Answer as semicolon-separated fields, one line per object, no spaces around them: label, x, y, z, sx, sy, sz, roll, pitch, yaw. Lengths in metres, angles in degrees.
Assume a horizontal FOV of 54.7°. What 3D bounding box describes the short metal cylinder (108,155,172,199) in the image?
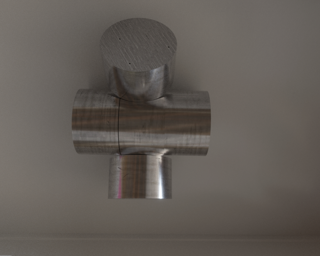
short metal cylinder;-0.025;0.065;0.396;0.081;0.080;0.050;0;76;0

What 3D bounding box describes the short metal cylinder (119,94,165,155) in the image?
short metal cylinder;-0.020;-0.006;0.377;0.050;0.080;0.079;1;110;0

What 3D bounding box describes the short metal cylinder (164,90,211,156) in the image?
short metal cylinder;0.031;-0.006;0.378;0.050;0.080;0.079;1;110;0

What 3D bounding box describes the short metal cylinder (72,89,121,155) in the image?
short metal cylinder;-0.071;-0.007;0.377;0.050;0.080;0.079;1;110;0

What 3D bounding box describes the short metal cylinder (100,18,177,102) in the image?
short metal cylinder;-0.023;-0.076;0.344;0.081;0.080;0.050;2;148;-1
